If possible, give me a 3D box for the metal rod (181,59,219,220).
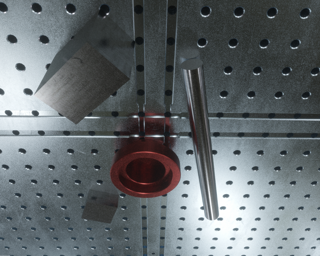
[{"bbox_3d":[0.063,0.039,0.446,0.025,0.025,0.298,-8,130,6],"label":"metal rod"}]

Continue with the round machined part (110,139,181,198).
[{"bbox_3d":[-0.020,0.054,0.447,0.099,0.042,0.097,-1,130,0],"label":"round machined part"}]

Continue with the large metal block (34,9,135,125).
[{"bbox_3d":[-0.074,-0.064,0.320,0.080,0.080,0.050,-35,122,26],"label":"large metal block"}]

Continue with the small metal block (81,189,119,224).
[{"bbox_3d":[-0.101,0.133,0.524,0.050,0.025,0.050,15,129,-13],"label":"small metal block"}]
